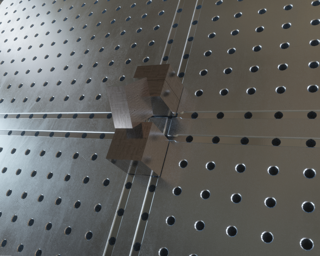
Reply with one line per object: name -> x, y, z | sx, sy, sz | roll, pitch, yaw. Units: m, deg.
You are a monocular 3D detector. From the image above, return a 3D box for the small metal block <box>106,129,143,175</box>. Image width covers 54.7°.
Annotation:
small metal block -> -0.037, 0.026, 0.394 | 0.025, 0.050, 0.050 | 1, 63, 29

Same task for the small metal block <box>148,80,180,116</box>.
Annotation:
small metal block -> -0.008, -0.039, 0.419 | 0.050, 0.050, 0.025 | 2, 63, 29

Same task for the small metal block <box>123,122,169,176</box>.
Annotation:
small metal block -> -0.016, 0.026, 0.381 | 0.025, 0.050, 0.050 | 1, 63, 29

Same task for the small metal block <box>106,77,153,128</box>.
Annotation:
small metal block -> -0.035, -0.031, 0.375 | 0.025, 0.050, 0.050 | 0, 19, 29

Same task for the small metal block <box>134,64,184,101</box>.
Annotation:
small metal block -> -0.002, -0.062, 0.429 | 0.050, 0.050, 0.025 | 2, 63, 29
